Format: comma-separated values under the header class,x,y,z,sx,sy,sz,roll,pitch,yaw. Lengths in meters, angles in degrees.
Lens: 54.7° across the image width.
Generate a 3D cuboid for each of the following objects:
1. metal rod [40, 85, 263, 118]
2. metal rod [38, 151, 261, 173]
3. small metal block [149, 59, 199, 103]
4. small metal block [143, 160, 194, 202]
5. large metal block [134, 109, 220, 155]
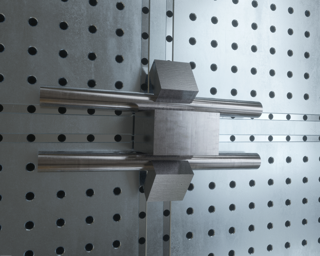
class,x,y,z,sx,sy,sz,roll,pitch,yaw
metal rod,0.004,-0.032,0.409,0.302,0.025,0.025,2,90,-20
metal rod,0.001,0.044,0.410,0.302,0.025,0.025,2,90,-20
small metal block,0.017,-0.060,0.403,0.050,0.025,0.050,1,55,-20
small metal block,0.010,0.068,0.400,0.050,0.025,0.050,3,127,-21
large metal block,0.018,0.006,0.385,0.081,0.080,0.050,2,90,-20
